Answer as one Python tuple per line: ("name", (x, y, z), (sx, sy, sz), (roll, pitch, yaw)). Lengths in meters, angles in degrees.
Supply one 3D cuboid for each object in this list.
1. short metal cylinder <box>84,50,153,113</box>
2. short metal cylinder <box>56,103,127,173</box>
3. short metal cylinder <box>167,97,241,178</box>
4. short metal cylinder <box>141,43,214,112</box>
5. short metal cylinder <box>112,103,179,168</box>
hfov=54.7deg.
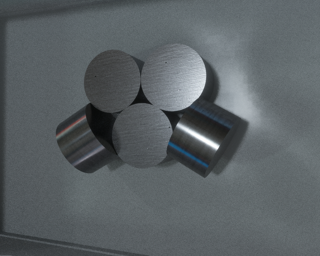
("short metal cylinder", (-0.053, -0.059, 0.414), (0.080, 0.050, 0.080), (0, 90, 20))
("short metal cylinder", (-0.089, 0.013, 0.411), (0.050, 0.080, 0.080), (-32, 80, 17))
("short metal cylinder", (0.051, 0.011, 0.361), (0.050, 0.080, 0.080), (31, 100, 17))
("short metal cylinder", (0.023, -0.060, 0.387), (0.080, 0.050, 0.080), (0, 90, 20))
("short metal cylinder", (-0.014, 0.009, 0.400), (0.080, 0.050, 0.080), (0, 90, 20))
